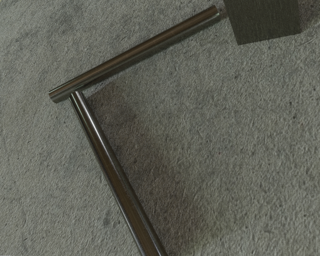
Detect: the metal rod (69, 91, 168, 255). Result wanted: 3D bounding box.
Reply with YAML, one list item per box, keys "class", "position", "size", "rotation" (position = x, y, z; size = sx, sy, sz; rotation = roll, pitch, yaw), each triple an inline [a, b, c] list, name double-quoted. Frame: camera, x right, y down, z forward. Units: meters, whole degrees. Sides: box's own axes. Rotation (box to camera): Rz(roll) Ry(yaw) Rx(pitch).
- class: "metal rod"
  position: [-0.067, 0.046, 0.408]
  size: [0.025, 0.025, 0.300]
  rotation: [-37, 51, 3]

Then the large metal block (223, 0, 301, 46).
- class: "large metal block"
  position: [0.132, -0.159, 0.396]
  size: [0.080, 0.080, 0.050]
  rotation: [-6, 60, 25]

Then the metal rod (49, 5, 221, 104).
- class: "metal rod"
  position: [-0.047, -0.113, 0.496]
  size: [0.301, 0.025, 0.025]
  rotation: [-24, 53, 13]
